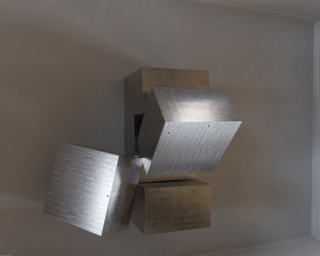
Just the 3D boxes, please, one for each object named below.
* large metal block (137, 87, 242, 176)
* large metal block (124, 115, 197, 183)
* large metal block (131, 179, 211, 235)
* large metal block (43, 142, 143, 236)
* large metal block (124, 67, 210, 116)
[{"bbox_3d":[0.027,0.004,0.331,0.081,0.079,0.050,-1,46,-21],"label":"large metal block"},{"bbox_3d":[0.000,0.024,0.398,0.081,0.050,0.079,-1,90,-20],"label":"large metal block"},{"bbox_3d":[0.007,0.090,0.383,0.081,0.080,0.050,0,90,-20],"label":"large metal block"},{"bbox_3d":[-0.073,0.064,0.345,0.050,0.080,0.080,20,82,-63],"label":"large metal block"},{"bbox_3d":[0.006,-0.041,0.382,0.081,0.080,0.050,-1,91,-20],"label":"large metal block"}]
